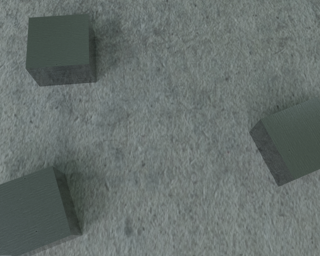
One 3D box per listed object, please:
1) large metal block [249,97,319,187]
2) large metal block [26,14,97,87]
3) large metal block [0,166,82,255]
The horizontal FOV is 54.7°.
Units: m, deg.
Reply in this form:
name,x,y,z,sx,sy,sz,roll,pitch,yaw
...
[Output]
name,x,y,z,sx,sy,sz,roll,pitch,yaw
large metal block,0.174,0.018,0.390,0.080,0.050,0.080,-21,72,-8
large metal block,-0.135,-0.108,0.433,0.081,0.050,0.080,-5,70,-2
large metal block,-0.145,0.100,0.357,0.080,0.050,0.080,-20,71,-8
